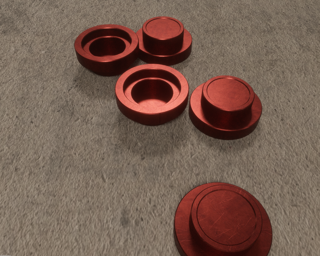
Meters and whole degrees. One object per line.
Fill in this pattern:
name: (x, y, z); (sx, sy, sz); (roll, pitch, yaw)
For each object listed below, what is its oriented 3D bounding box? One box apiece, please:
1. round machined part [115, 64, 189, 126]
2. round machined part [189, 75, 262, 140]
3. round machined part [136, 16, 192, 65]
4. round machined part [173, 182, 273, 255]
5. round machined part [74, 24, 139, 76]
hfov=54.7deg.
round machined part: (-0.011, -0.041, 0.427); (0.099, 0.042, 0.098); (0, 50, 0)
round machined part: (0.090, -0.034, 0.422); (0.099, 0.042, 0.098); (0, 50, 0)
round machined part: (0.005, -0.151, 0.519); (0.099, 0.042, 0.098); (0, 50, 0)
round machined part: (0.063, 0.097, 0.312); (0.099, 0.042, 0.098); (0, 50, 0)
round machined part: (-0.082, -0.120, 0.491); (0.099, 0.042, 0.098); (0, 50, 0)
